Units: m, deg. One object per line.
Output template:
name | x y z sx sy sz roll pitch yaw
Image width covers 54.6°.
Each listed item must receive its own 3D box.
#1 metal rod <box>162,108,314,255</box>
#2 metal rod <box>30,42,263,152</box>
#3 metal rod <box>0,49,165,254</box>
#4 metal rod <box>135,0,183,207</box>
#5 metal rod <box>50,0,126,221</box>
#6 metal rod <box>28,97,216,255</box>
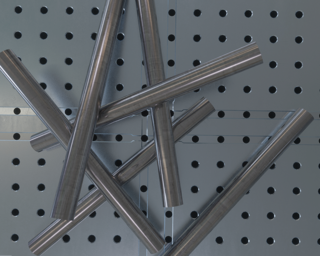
metal rod | 0.093 0.091 0.413 0.025 0.025 0.300 43 90 0
metal rod | -0.029 -0.031 0.374 0.300 0.025 0.025 -21 90 15
metal rod | -0.092 0.035 0.378 0.025 0.025 0.300 -37 99 0
metal rod | -0.004 -0.053 0.395 0.025 0.025 0.299 -8 83 0
metal rod | -0.080 -0.045 0.371 0.025 0.025 0.299 10 73 0
metal rod | -0.050 0.063 0.413 0.300 0.025 0.025 -40 90 0
